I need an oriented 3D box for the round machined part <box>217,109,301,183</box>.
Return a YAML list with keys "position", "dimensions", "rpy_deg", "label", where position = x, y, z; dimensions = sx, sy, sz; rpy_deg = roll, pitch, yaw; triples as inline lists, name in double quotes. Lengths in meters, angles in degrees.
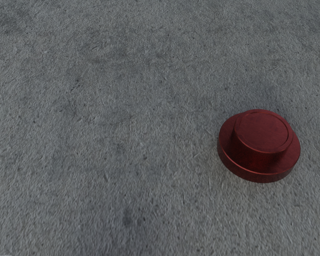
- position: [0.122, 0.015, 0.381]
  dimensions: [0.099, 0.042, 0.098]
  rpy_deg: [0, 50, 0]
  label: "round machined part"
